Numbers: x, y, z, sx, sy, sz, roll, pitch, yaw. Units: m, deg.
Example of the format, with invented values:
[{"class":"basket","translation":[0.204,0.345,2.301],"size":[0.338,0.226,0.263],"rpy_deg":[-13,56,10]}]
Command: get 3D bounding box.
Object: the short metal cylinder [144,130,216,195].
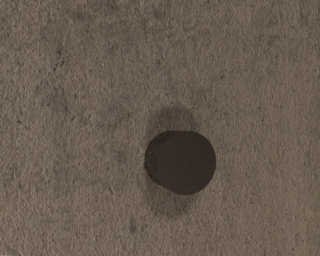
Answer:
[{"class":"short metal cylinder","translation":[0.026,0.043,0.406],"size":[0.081,0.050,0.079],"rpy_deg":[0,90,-21]}]
